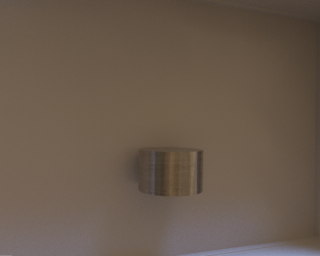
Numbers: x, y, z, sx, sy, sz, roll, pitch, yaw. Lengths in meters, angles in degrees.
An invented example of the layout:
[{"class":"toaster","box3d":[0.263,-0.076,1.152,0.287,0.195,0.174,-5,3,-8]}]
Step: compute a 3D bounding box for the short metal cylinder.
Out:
[{"class":"short metal cylinder","box3d":[0.013,0.052,0.386,0.081,0.080,0.050,1,90,-20]}]
